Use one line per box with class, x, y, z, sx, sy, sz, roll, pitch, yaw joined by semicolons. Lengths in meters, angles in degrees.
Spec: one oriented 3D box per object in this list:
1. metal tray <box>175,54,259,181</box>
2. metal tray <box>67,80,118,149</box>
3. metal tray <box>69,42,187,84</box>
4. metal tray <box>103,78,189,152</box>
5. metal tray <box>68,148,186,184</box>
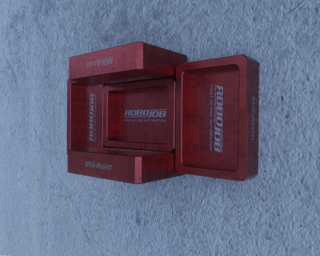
metal tray;0.062;-0.011;0.350;0.090;0.030;0.129;1;90;39
metal tray;-0.108;-0.017;0.490;0.090;0.030;0.129;1;90;39
metal tray;-0.042;-0.077;0.397;0.130;0.091;0.030;1;91;39
metal tray;-0.024;-0.017;0.420;0.130;0.030;0.089;1;91;39
metal tray;-0.044;0.043;0.396;0.130;0.091;0.030;1;91;39
